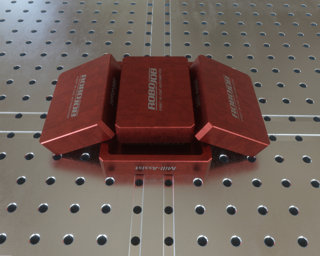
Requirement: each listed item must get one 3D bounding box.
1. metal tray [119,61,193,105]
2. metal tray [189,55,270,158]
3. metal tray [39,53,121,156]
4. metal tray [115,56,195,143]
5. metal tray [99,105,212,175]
[{"bbox_3d":[-0.006,-0.057,0.452,0.131,0.030,0.090,0,50,0],"label":"metal tray"},{"bbox_3d":[0.087,-0.032,0.407,0.091,0.030,0.130,18,47,-21],"label":"metal tray"},{"bbox_3d":[-0.100,-0.034,0.408,0.090,0.030,0.130,-17,47,19],"label":"metal tray"},{"bbox_3d":[-0.006,-0.041,0.399,0.091,0.030,0.130,0,50,-1],"label":"metal tray"},{"bbox_3d":[-0.005,0.013,0.394,0.131,0.030,0.090,0,50,0],"label":"metal tray"}]
